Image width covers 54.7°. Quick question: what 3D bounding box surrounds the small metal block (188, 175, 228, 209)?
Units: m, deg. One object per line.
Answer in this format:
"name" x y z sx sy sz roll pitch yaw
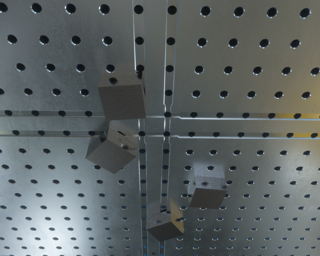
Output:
"small metal block" 0.076 0.105 0.503 0.050 0.025 0.050 6 130 -6

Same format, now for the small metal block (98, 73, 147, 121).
"small metal block" -0.044 -0.037 0.379 0.050 0.025 0.050 -4 130 2

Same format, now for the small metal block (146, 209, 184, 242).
"small metal block" 0.010 0.179 0.564 0.050 0.025 0.050 -24 127 18

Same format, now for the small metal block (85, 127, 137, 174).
"small metal block" -0.068 0.033 0.439 0.050 0.025 0.050 35 122 -26
